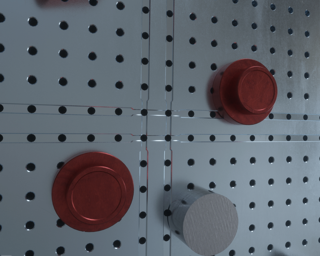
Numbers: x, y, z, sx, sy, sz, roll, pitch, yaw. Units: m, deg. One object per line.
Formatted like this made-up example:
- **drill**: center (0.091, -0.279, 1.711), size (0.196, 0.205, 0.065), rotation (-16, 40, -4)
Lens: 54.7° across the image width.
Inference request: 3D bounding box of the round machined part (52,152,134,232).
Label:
- **round machined part**: center (-0.079, 0.078, 0.375), size (0.099, 0.042, 0.097), rotation (0, 90, -20)

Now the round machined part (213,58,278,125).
- **round machined part**: center (0.130, -0.053, 0.451), size (0.099, 0.042, 0.097), rotation (0, 90, -20)

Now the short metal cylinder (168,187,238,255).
- **short metal cylinder**: center (0.058, 0.124, 0.421), size (0.081, 0.050, 0.079), rotation (0, 90, -20)
